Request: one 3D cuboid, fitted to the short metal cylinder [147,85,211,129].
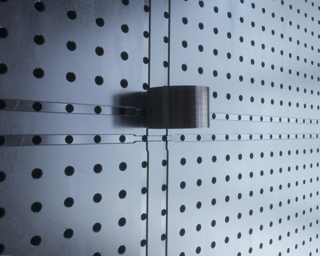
[{"bbox_3d":[0.024,-0.025,0.395,0.081,0.080,0.050,-2,92,-40],"label":"short metal cylinder"}]
